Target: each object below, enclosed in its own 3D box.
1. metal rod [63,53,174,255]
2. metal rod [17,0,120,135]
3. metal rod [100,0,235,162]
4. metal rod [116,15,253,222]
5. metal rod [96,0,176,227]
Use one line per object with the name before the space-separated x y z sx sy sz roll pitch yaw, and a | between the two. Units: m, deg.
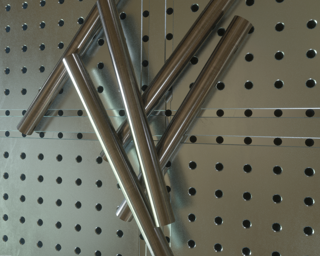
metal rod | -0.056 0.037 0.403 0.025 0.025 0.299 -29 81 17
metal rod | -0.124 -0.113 0.454 0.025 0.025 0.299 41 102 15
metal rod | 0.014 -0.074 0.406 0.025 0.025 0.299 40 102 15
metal rod | 0.026 -0.004 0.402 0.025 0.025 0.299 34 101 16
metal rod | -0.033 -0.027 0.395 0.025 0.025 0.299 -18 82 19
